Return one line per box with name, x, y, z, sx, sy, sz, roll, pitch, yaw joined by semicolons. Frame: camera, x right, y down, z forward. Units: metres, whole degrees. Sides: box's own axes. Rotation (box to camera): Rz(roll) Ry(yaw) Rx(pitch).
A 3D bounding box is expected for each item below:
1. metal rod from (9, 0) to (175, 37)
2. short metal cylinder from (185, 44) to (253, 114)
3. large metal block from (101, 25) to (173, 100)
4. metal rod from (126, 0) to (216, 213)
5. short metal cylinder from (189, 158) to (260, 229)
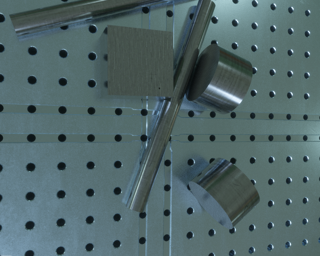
metal rod;-0.033;-0.167;0.400;0.302;0.025;0.025;-21;97;-19
short metal cylinder;0.076;-0.064;0.411;0.050;0.080;0.080;21;83;-19
large metal block;-0.030;-0.078;0.388;0.081;0.050;0.079;0;90;-20
metal rod;0.017;-0.035;0.418;0.025;0.025;0.299;22;83;-19
short metal cylinder;0.085;0.087;0.415;0.050;0.080;0.080;-38;103;-16
